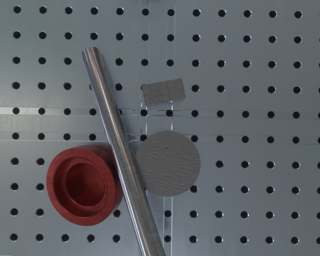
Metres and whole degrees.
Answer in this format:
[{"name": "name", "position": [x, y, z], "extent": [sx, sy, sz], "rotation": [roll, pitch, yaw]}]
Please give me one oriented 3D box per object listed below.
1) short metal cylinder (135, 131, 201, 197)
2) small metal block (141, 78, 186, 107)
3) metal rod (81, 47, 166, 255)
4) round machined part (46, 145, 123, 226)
[{"name": "short metal cylinder", "position": [0.009, 0.044, 0.401], "extent": [0.081, 0.050, 0.079], "rotation": [0, 89, 0]}, {"name": "small metal block", "position": [0.004, -0.044, 0.401], "extent": [0.050, 0.050, 0.025], "rotation": [-10, 90, 0]}, {"name": "metal rod", "position": [-0.044, 0.034, 0.370], "extent": [0.025, 0.025, 0.299], "rotation": [-20, 73, 0]}, {"name": "round machined part", "position": [-0.090, 0.070, 0.394], "extent": [0.098, 0.042, 0.097], "rotation": [2, 98, 18]}]
